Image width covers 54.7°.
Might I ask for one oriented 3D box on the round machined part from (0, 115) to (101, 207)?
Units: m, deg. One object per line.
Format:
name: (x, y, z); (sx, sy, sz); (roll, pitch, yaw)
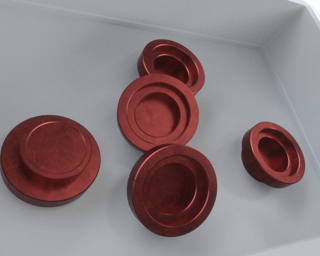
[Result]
round machined part: (-0.109, 0.028, 0.319); (0.099, 0.042, 0.098); (14, 56, -21)

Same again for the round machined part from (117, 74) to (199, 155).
round machined part: (-0.004, -0.015, 0.387); (0.099, 0.042, 0.097); (2, 80, -10)

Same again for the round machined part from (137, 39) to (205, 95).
round machined part: (0.012, -0.078, 0.451); (0.099, 0.042, 0.098); (14, 56, -21)

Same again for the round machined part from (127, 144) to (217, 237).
round machined part: (0.010, 0.066, 0.344); (0.099, 0.042, 0.097); (0, 91, -22)

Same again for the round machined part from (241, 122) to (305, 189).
round machined part: (0.161, 0.043, 0.458); (0.099, 0.042, 0.098); (14, 56, -21)
